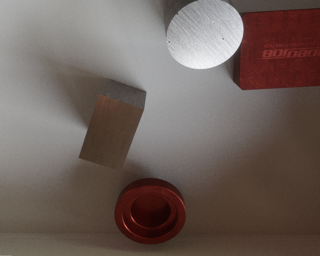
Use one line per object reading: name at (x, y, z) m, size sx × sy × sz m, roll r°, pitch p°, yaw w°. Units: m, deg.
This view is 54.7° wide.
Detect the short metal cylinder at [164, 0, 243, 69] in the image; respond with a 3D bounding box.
short metal cylinder at (0.046, -0.113, 0.342) m, size 0.081 × 0.050 × 0.079 m, roll -2°, pitch 135°, yaw -2°

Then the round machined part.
round machined part at (-0.013, 0.114, 0.444) m, size 0.099 × 0.042 × 0.097 m, roll 0°, pitch 110°, yaw -1°

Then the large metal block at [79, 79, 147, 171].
large metal block at (-0.055, -0.007, 0.379) m, size 0.050 × 0.080 × 0.079 m, roll 19°, pitch 109°, yaw -7°

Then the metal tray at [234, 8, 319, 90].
metal tray at (0.159, -0.096, 0.376) m, size 0.131 × 0.030 × 0.089 m, roll -3°, pitch 110°, yaw 0°
